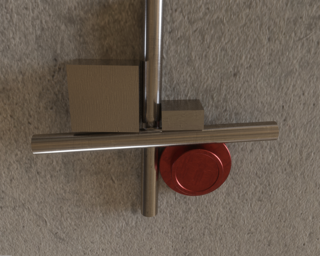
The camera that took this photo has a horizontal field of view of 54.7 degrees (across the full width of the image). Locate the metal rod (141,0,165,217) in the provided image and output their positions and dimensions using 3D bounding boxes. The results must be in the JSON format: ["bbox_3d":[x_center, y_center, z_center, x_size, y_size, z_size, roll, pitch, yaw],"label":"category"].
[{"bbox_3d":[-0.011,-0.016,0.405,0.025,0.025,0.298,1,110,-1],"label":"metal rod"}]

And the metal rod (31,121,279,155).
[{"bbox_3d":[-0.003,0.012,0.389,0.302,0.025,0.025,-3,110,-4],"label":"metal rod"}]

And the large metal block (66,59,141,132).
[{"bbox_3d":[-0.065,-0.041,0.381,0.081,0.050,0.079,1,110,-1],"label":"large metal block"}]

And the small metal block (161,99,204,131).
[{"bbox_3d":[0.027,-0.018,0.392,0.050,0.050,0.025,-1,110,0],"label":"small metal block"}]

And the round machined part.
[{"bbox_3d":[0.048,0.052,0.421,0.099,0.042,0.097,0,110,-1],"label":"round machined part"}]
